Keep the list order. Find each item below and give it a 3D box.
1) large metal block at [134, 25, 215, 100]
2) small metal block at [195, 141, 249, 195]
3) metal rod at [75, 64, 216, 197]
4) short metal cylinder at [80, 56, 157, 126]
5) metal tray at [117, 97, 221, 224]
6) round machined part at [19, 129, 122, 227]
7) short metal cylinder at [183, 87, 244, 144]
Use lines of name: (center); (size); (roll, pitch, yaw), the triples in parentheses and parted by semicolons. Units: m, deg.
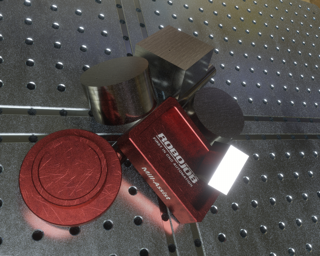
large metal block: (0.019, -0.097, 0.446); (0.080, 0.050, 0.080); (32, 49, 18)
small metal block: (0.071, 0.045, 0.365); (0.025, 0.050, 0.050); (32, 87, -11)
metal rod: (-0.004, -0.013, 0.416); (0.025, 0.025, 0.302); (44, 52, 2)
short metal cylinder: (-0.048, -0.046, 0.368); (0.080, 0.050, 0.080); (-9, 33, 6)
metal tray: (0.021, 0.038, 0.375); (0.130, 0.030, 0.090); (52, 51, -7)
round machined part: (-0.087, 0.046, 0.306); (0.099, 0.042, 0.098); (4, 68, -10)
short metal cylinder: (0.070, -0.011, 0.435); (0.081, 0.050, 0.080); (14, 56, -21)
